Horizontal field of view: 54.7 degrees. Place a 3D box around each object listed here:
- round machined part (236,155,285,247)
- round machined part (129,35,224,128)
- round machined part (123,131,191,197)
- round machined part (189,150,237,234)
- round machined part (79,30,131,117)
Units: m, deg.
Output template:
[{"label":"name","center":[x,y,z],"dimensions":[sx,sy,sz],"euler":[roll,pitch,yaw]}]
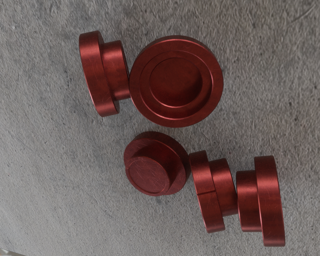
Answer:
[{"label":"round machined part","center":[0.111,0.081,0.347],"dimensions":[0.042,0.098,0.097],"euler":[-7,116,17]},{"label":"round machined part","center":[0.017,-0.052,0.340],"dimensions":[0.099,0.042,0.097],"euler":[1,118,2]},{"label":"round machined part","center":[-0.009,0.057,0.436],"dimensions":[0.098,0.042,0.097],"euler":[13,124,21]},{"label":"round machined part","center":[0.067,0.074,0.376],"dimensions":[0.042,0.098,0.097],"euler":[-14,114,7]},{"label":"round machined part","center":[-0.058,-0.064,0.361],"dimensions":[0.042,0.098,0.097],"euler":[-13,116,-2]}]
